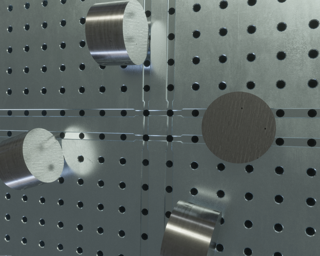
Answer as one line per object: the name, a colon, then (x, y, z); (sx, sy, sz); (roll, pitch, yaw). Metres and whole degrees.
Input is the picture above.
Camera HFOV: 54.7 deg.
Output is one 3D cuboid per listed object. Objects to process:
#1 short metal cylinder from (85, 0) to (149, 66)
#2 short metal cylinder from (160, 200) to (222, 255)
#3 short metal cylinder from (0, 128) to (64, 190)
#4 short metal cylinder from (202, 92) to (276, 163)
short metal cylinder: (-0.053, -0.122, 0.402); (0.050, 0.080, 0.079); (3, 91, 20)
short metal cylinder: (0.039, 0.132, 0.370); (0.050, 0.080, 0.079); (13, 94, 20)
short metal cylinder: (-0.187, 0.045, 0.449); (0.050, 0.080, 0.080); (-17, 84, 19)
short metal cylinder: (0.094, -0.001, 0.366); (0.080, 0.050, 0.079); (0, 90, 20)
